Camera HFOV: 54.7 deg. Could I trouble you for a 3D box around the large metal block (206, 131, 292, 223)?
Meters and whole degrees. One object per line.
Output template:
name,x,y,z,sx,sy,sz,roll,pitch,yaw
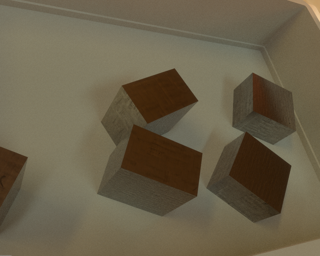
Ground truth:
large metal block,0.121,0.066,0.417,0.080,0.050,0.080,37,51,-4

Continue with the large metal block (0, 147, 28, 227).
large metal block,-0.164,0.045,0.255,0.080,0.080,0.050,25,53,-14

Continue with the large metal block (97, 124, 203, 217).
large metal block,-0.012,0.050,0.335,0.080,0.080,0.050,23,53,-15

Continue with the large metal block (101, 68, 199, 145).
large metal block,-0.014,-0.020,0.376,0.081,0.080,0.050,-26,76,-37

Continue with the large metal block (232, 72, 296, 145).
large metal block,0.167,-0.030,0.501,0.080,0.050,0.080,22,53,-15
